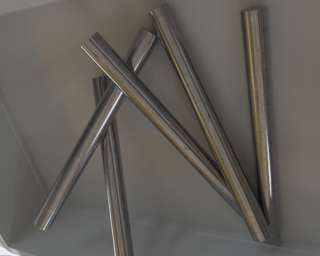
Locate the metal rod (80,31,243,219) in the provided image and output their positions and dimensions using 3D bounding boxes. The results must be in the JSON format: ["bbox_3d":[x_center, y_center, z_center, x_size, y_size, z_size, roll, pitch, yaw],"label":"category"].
[{"bbox_3d":[0.023,0.011,0.370,0.025,0.025,0.300,-29,113,37],"label":"metal rod"}]

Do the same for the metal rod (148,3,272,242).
[{"bbox_3d":[0.063,0.004,0.361,0.025,0.025,0.299,-18,104,35],"label":"metal rod"}]

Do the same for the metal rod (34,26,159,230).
[{"bbox_3d":[-0.087,0.013,0.392,0.025,0.025,0.298,34,106,6],"label":"metal rod"}]

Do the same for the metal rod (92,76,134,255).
[{"bbox_3d":[-0.059,0.082,0.411,0.025,0.025,0.298,-7,90,31],"label":"metal rod"}]

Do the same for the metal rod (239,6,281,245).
[{"bbox_3d":[0.119,0.018,0.356,0.025,0.025,0.298,1,119,28],"label":"metal rod"}]
